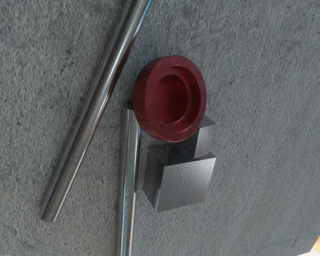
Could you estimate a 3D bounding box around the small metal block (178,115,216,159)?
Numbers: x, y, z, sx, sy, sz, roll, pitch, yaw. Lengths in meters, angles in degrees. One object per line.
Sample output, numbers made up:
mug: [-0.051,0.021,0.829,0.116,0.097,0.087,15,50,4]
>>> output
small metal block: [0.045,0.005,0.416,0.025,0.050,0.050,-14,130,-28]

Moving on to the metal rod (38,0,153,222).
metal rod: [-0.079,-0.015,0.355,0.025,0.025,0.298,15,111,-35]

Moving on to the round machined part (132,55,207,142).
round machined part: [0.007,-0.034,0.364,0.099,0.042,0.097,-6,99,-41]

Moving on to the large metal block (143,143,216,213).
large metal block: [0.026,0.068,0.449,0.081,0.050,0.079,-6,121,-26]

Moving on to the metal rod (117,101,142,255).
metal rod: [-0.047,0.102,0.445,0.025,0.025,0.298,-8,122,-25]
